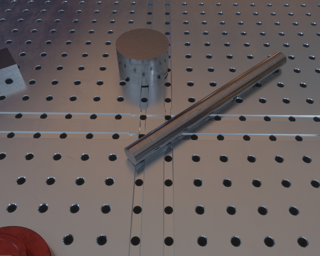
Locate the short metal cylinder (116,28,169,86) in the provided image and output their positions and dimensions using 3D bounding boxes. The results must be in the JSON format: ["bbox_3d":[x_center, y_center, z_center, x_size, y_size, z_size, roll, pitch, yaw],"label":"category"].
[{"bbox_3d":[-0.027,-0.112,0.485,0.081,0.050,0.080,0,50,0],"label":"short metal cylinder"}]

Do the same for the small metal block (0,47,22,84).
[{"bbox_3d":[-0.253,-0.095,0.484,0.050,0.025,0.050,-27,55,-21],"label":"small metal block"}]

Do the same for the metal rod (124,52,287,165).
[{"bbox_3d":[0.079,-0.039,0.441,0.302,0.025,0.025,-32,58,-25],"label":"metal rod"}]

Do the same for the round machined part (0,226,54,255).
[{"bbox_3d":[-0.149,0.136,0.281,0.099,0.042,0.098,0,50,0],"label":"round machined part"}]
